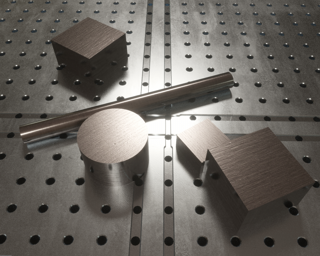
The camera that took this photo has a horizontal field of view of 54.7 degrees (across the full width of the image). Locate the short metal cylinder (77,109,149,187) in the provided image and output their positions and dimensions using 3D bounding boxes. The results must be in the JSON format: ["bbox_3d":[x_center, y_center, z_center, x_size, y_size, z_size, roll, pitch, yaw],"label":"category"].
[{"bbox_3d":[-0.054,0.023,0.372,0.081,0.050,0.080,0,50,0],"label":"short metal cylinder"}]

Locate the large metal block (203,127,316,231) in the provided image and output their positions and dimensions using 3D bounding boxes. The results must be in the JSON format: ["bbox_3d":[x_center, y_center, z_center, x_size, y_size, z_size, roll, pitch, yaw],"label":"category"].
[{"bbox_3d":[0.105,0.055,0.347,0.081,0.050,0.080,-18,53,-15],"label":"large metal block"}]

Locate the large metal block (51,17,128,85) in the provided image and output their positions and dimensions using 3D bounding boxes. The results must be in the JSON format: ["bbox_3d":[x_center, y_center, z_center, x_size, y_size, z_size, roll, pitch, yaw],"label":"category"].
[{"bbox_3d":[-0.110,-0.125,0.495,0.080,0.050,0.080,29,56,21],"label":"large metal block"}]

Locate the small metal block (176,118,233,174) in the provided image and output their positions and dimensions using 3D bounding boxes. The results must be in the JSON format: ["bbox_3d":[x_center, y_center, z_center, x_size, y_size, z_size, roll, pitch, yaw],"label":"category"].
[{"bbox_3d":[0.056,0.022,0.390,0.050,0.025,0.050,-27,55,-21],"label":"small metal block"}]

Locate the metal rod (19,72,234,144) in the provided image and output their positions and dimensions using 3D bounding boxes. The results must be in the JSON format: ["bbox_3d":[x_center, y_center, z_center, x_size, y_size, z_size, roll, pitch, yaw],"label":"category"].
[{"bbox_3d":[-0.035,-0.032,0.433,0.302,0.025,0.025,-16,52,-14],"label":"metal rod"}]
